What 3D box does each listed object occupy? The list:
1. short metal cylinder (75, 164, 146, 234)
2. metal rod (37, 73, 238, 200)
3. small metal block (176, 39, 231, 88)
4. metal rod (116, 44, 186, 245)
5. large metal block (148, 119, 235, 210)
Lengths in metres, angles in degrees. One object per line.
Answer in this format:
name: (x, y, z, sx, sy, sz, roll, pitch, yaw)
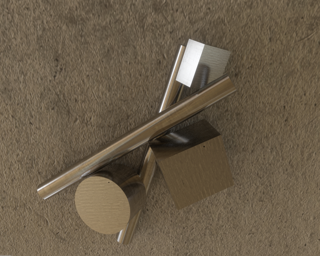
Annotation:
short metal cylinder: (-0.066, 0.094, 0.418, 0.080, 0.050, 0.079, 5, 104, 19)
metal rod: (-0.041, 0.019, 0.399, 0.300, 0.025, 0.025, -30, 108, 17)
small metal block: (0.052, -0.075, 0.371, 0.050, 0.025, 0.050, -1, 116, -43)
metal rod: (-0.010, 0.035, 0.423, 0.025, 0.025, 0.298, 16, 109, -6)
large metal block: (0.041, 0.046, 0.399, 0.080, 0.050, 0.080, -23, 118, -5)
